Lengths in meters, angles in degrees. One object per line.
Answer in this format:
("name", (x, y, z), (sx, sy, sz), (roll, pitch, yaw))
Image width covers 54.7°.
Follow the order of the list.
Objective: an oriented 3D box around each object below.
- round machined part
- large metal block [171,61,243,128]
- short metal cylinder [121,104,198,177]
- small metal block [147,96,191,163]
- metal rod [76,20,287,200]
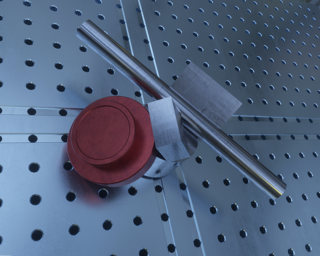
("round machined part", (-0.053, 0.010, 0.325), (0.098, 0.042, 0.098), (-4, 71, 11))
("large metal block", (0.055, -0.041, 0.415), (0.080, 0.050, 0.080), (39, 8, -2))
("short metal cylinder", (-0.001, 0.014, 0.378), (0.081, 0.050, 0.080), (14, 56, -21))
("small metal block", (0.010, 0.003, 0.324), (0.025, 0.050, 0.050), (-16, 64, 9))
("metal rod", (0.026, -0.021, 0.366), (0.300, 0.025, 0.025), (40, 51, -1))
